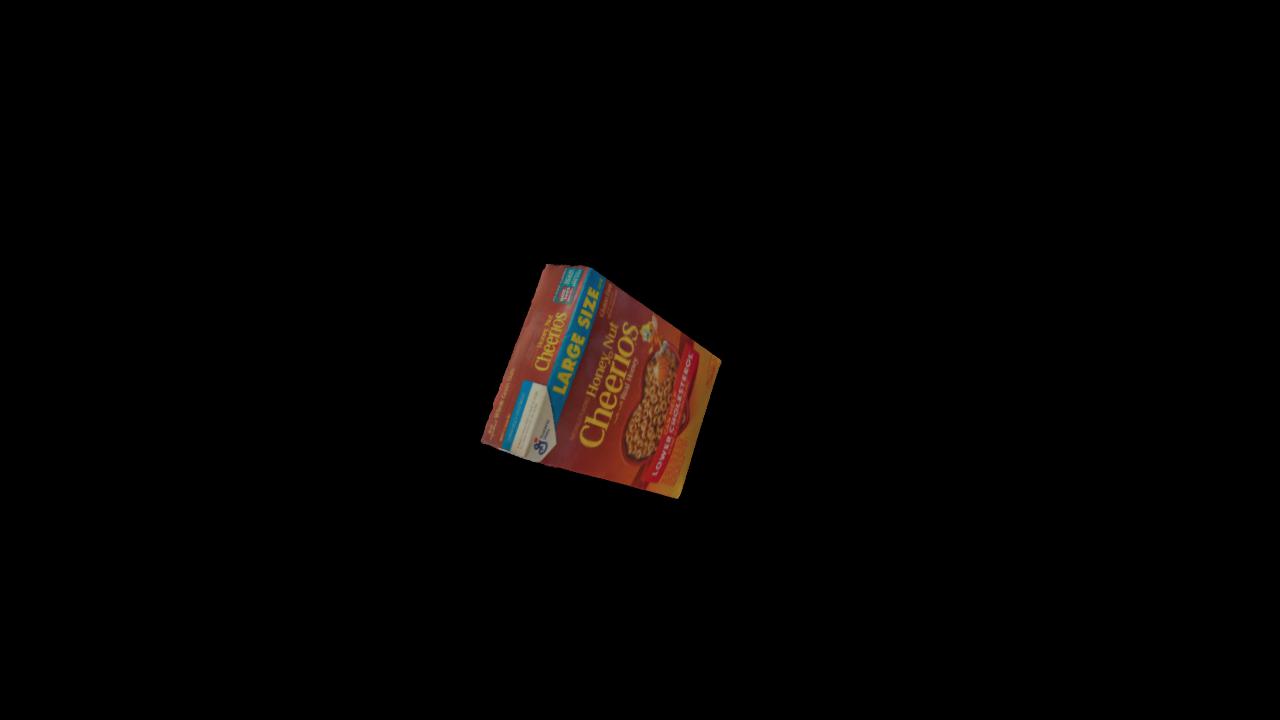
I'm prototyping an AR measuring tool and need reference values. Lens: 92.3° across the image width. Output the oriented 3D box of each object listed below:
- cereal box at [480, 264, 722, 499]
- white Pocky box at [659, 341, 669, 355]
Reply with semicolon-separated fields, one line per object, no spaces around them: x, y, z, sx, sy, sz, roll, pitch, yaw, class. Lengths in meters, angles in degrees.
-0.025;0.041;0.731;0.081;0.203;0.306;12;-12;36;cereal box
-0.037;0.029;0.728;0.084;0.154;0.028;25;-17;22;white Pocky box
